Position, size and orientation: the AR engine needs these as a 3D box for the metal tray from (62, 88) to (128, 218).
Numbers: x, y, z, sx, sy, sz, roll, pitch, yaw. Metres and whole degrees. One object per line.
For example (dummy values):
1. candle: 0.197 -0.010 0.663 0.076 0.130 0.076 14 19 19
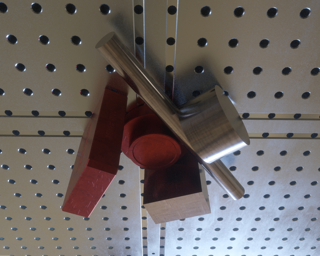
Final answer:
1. metal tray: -0.074 0.025 0.364 0.030 0.130 0.089 22 127 -18

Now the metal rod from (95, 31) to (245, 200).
1. metal rod: 0.031 0.005 0.389 0.025 0.025 0.300 -28 125 21

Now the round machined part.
1. round machined part: -0.007 0.019 0.416 0.099 0.042 0.097 -1 130 0

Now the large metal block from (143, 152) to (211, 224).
1. large metal block: 0.024 0.083 0.447 0.080 0.080 0.050 -15 129 12

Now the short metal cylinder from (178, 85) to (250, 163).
1. short metal cylinder: 0.065 -0.004 0.371 0.050 0.080 0.080 -30 124 22
